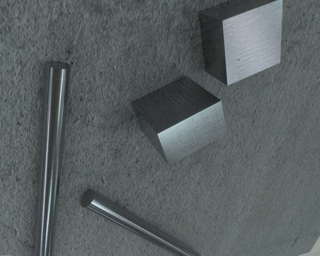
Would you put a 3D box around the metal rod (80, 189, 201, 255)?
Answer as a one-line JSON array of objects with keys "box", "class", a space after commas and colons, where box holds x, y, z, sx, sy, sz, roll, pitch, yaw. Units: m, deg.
[{"box": [-0.014, 0.174, 0.508, 0.025, 0.025, 0.300, -44, 130, 2], "class": "metal rod"}]

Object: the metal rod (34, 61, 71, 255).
[{"box": [-0.134, 0.067, 0.375, 0.025, 0.025, 0.298, -1, 119, -28], "class": "metal rod"}]

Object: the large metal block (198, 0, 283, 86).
[{"box": [0.099, -0.110, 0.379, 0.081, 0.050, 0.080, -24, 128, -14], "class": "large metal block"}]

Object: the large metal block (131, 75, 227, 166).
[{"box": [0.022, -0.012, 0.377, 0.080, 0.080, 0.050, -28, 128, -11], "class": "large metal block"}]
